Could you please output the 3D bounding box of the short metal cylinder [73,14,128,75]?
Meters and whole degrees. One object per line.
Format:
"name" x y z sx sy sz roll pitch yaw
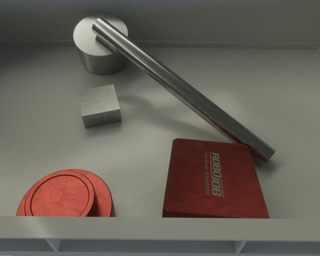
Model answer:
"short metal cylinder" -0.089 -0.130 0.484 0.081 0.050 0.080 1 66 -2

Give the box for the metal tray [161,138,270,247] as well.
"metal tray" 0.053 0.058 0.322 0.091 0.030 0.130 5 27 4

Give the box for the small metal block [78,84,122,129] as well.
"small metal block" -0.084 -0.031 0.430 0.050 0.025 0.050 -12 51 -10

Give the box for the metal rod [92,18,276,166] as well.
"metal rod" 0.022 -0.056 0.414 0.300 0.025 0.025 40 60 14

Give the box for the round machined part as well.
"round machined part" -0.099 0.084 0.323 0.099 0.042 0.098 0 50 0
